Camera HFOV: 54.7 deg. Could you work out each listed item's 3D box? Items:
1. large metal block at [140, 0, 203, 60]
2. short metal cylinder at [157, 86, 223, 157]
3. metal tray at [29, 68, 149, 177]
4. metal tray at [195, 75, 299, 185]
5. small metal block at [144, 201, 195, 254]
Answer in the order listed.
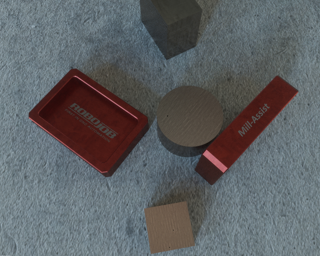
[{"bbox_3d":[0.012,-0.158,0.437,0.050,0.080,0.080,-27,73,-9],"label":"large metal block"},{"bbox_3d":[0.036,-0.007,0.398,0.081,0.050,0.080,0,70,0],"label":"short metal cylinder"},{"bbox_3d":[-0.091,-0.009,0.407,0.130,0.030,0.090,35,73,11],"label":"metal tray"},{"bbox_3d":[0.100,0.006,0.372,0.030,0.090,0.130,42,75,14],"label":"metal tray"},{"bbox_3d":[0.010,0.117,0.365,0.050,0.025,0.050,-9,70,-4],"label":"small metal block"}]
